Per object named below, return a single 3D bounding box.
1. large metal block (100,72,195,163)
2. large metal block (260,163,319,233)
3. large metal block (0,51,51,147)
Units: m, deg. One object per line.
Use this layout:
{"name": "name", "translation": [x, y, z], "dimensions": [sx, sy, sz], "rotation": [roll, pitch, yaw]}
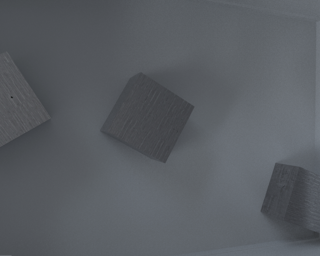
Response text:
{"name": "large metal block", "translation": [-0.017, -0.012, 0.391], "dimensions": [0.080, 0.050, 0.080], "rotation": [31, 80, -18]}
{"name": "large metal block", "translation": [0.214, 0.107, 0.476], "dimensions": [0.080, 0.050, 0.080], "rotation": [22, 83, -19]}
{"name": "large metal block", "translation": [-0.176, -0.023, 0.332], "dimensions": [0.080, 0.050, 0.080], "rotation": [-33, 101, -17]}
